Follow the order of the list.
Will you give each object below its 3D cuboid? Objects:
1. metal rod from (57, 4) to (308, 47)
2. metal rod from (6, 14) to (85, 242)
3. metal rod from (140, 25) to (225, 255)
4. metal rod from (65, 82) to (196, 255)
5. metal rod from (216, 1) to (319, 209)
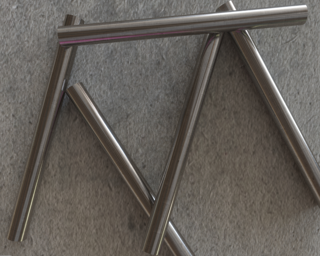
[{"bbox_3d":[0.028,-0.127,0.384,0.302,0.025,0.025,-6,90,-1],"label":"metal rod"},{"bbox_3d":[-0.150,0.000,0.407,0.025,0.025,0.298,15,90,-1],"label":"metal rod"},{"bbox_3d":[0.032,0.009,0.395,0.025,0.025,0.299,17,84,-1],"label":"metal rod"},{"bbox_3d":[-0.032,0.072,0.409,0.025,0.025,0.299,-33,90,0],"label":"metal rod"},{"bbox_3d":[0.155,-0.029,0.412,0.025,0.025,0.299,-28,90,0],"label":"metal rod"}]
